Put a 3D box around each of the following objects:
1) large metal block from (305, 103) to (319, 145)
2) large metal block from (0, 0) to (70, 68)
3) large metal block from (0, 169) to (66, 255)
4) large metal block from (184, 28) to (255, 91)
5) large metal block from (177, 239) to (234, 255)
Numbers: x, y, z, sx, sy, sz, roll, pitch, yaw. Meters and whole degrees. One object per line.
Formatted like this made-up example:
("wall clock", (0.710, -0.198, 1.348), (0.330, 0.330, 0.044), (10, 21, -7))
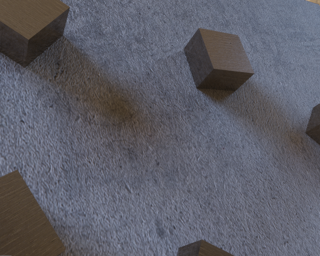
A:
("large metal block", (0.321, -0.002, 0.561), (0.080, 0.050, 0.080), (40, 51, -1))
("large metal block", (-0.172, -0.134, 0.377), (0.080, 0.050, 0.080), (34, 51, -6))
("large metal block", (-0.139, 0.094, 0.255), (0.081, 0.050, 0.080), (-28, 77, -37))
("large metal block", (0.095, -0.110, 0.505), (0.081, 0.050, 0.080), (0, 62, -28))
("large metal block", (0.054, 0.172, 0.312), (0.080, 0.050, 0.080), (30, 52, -10))
